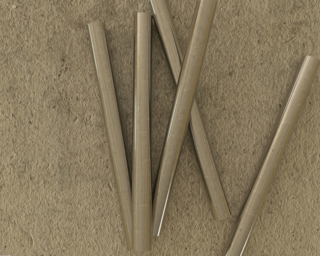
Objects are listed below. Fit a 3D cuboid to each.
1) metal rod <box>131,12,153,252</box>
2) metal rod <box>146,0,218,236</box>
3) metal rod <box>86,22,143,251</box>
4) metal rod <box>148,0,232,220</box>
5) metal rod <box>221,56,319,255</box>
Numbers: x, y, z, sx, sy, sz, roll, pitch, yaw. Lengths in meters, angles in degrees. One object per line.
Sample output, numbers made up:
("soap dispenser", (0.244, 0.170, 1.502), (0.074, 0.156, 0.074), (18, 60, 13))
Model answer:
("metal rod", (-0.023, 0.001, 0.397), (0.025, 0.025, 0.298), (0, 85, -1))
("metal rod", (0.023, -0.007, 0.389), (0.025, 0.025, 0.298), (13, 98, -1))
("metal rod", (-0.057, 0.011, 0.409), (0.025, 0.025, 0.298), (-10, 90, 0))
("metal rod", (0.040, -0.026, 0.410), (0.025, 0.025, 0.298), (-17, 90, 0))
("metal rod", (0.145, 0.047, 0.411), (0.025, 0.025, 0.299), (22, 90, -1))
